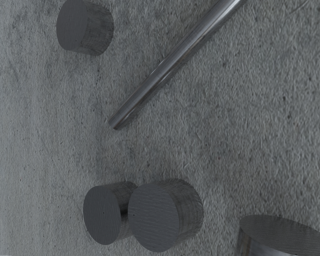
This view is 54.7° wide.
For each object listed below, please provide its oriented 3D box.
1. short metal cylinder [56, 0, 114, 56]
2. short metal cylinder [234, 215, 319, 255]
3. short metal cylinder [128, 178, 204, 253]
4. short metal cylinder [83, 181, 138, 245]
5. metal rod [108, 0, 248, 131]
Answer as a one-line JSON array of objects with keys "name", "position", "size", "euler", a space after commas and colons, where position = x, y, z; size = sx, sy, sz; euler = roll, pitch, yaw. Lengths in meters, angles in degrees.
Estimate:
[{"name": "short metal cylinder", "position": [-0.118, -0.157, 0.486], "size": [0.080, 0.050, 0.080], "euler": [0, 90, 40]}, {"name": "short metal cylinder", "position": [0.109, 0.119, 0.280], "size": [0.080, 0.081, 0.050], "euler": [13, 99, 39]}, {"name": "short metal cylinder", "position": [0.006, 0.105, 0.384], "size": [0.080, 0.050, 0.080], "euler": [0, 90, 40]}, {"name": "short metal cylinder", "position": [-0.064, 0.119, 0.442], "size": [0.080, 0.050, 0.080], "euler": [0, 90, 40]}, {"name": "metal rod", "position": [0.028, -0.093, 0.381], "size": [0.299, 0.025, 0.025], "euler": [-43, 64, 31]}]
